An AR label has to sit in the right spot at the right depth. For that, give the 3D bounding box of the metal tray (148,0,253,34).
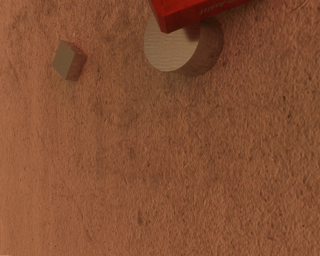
[{"bbox_3d":[0.046,-0.163,0.318,0.131,0.030,0.090,-21,74,2],"label":"metal tray"}]

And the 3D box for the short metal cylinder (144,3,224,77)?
[{"bbox_3d":[0.027,-0.104,0.366,0.080,0.050,0.079,0,90,40],"label":"short metal cylinder"}]

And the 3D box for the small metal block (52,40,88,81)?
[{"bbox_3d":[-0.157,-0.116,0.534,0.050,0.025,0.050,43,116,31],"label":"small metal block"}]
